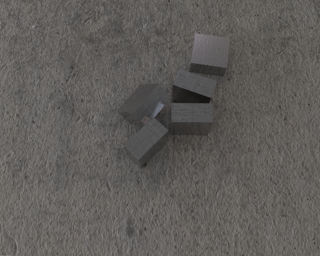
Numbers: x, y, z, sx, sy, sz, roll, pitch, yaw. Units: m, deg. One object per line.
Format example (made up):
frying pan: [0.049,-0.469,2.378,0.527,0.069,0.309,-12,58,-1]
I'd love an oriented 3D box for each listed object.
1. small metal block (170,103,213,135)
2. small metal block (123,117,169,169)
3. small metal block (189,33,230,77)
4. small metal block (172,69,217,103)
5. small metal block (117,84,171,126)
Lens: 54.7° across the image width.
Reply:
small metal block: [0.039,-0.010,0.399,0.050,0.050,0.025,1,70,0]
small metal block: [-0.016,0.020,0.387,0.025,0.050,0.050,42,75,13]
small metal block: [0.071,-0.105,0.447,0.050,0.025,0.050,9,70,3]
small metal block: [0.044,-0.048,0.413,0.050,0.050,0.025,20,72,7]
small metal block: [-0.022,-0.031,0.403,0.025,0.050,0.050,47,72,-26]
